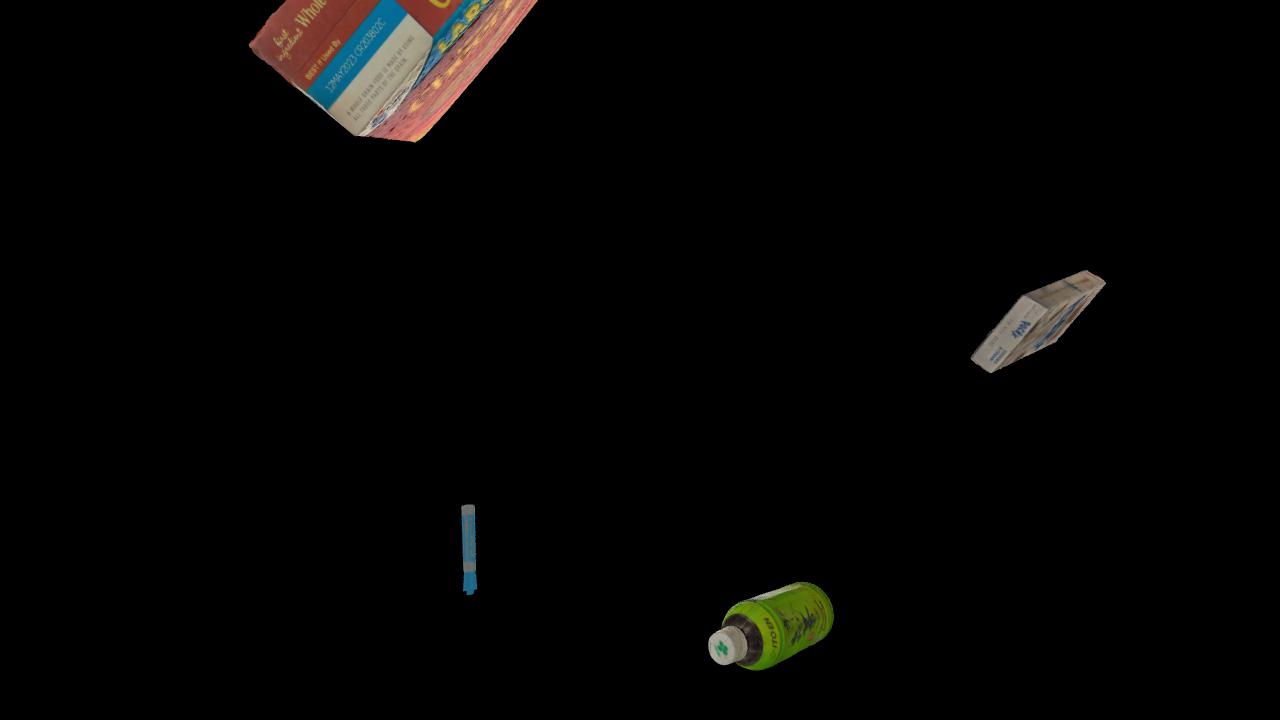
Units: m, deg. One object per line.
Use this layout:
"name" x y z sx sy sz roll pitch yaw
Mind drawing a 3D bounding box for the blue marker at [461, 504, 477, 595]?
"blue marker" -0.238 0.264 0.859 0.020 0.121 0.020 -8 -25 -4

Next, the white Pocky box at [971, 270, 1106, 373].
"white Pocky box" 0.398 -0.040 0.613 0.154 0.084 0.028 -16 50 -35

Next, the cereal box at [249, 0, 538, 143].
"cereal box" -0.153 -0.266 0.470 0.081 0.203 0.306 40 5 -23

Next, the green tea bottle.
"green tea bottle" 0.142 0.293 0.675 0.073 0.073 0.212 0 -8 41
